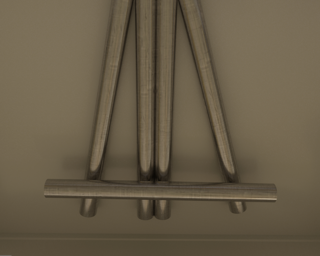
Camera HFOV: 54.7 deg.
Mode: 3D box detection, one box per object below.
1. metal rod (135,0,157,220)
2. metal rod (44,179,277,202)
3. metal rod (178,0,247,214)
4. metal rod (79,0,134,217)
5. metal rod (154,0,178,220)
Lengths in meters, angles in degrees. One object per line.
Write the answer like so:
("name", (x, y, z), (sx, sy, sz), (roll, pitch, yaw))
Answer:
("metal rod", (-0.019, -0.011, 0.406), (0.025, 0.025, 0.298), (1, 110, -1))
("metal rod", (0.001, 0.083, 0.413), (0.302, 0.025, 0.025), (1, 110, -1))
("metal rod", (0.074, -0.017, 0.404), (0.025, 0.025, 0.298), (-15, 110, 5))
("metal rod", (-0.074, -0.013, 0.404), (0.025, 0.025, 0.298), (11, 110, -4))
("metal rod", (0.006, -0.011, 0.406), (0.025, 0.025, 0.298), (1, 110, 0))
